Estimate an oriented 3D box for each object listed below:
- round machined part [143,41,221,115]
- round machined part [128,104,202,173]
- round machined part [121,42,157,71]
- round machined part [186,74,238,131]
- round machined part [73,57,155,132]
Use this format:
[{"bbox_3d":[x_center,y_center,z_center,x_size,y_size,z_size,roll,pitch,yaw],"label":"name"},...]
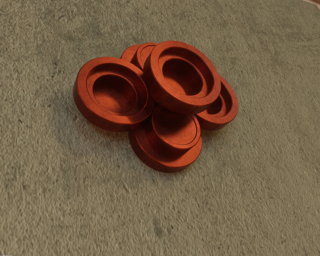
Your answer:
[{"bbox_3d":[0.024,-0.058,0.390,0.099,0.042,0.098,14,56,-21],"label":"round machined part"},{"bbox_3d":[0.013,0.005,0.400,0.099,0.042,0.098,14,56,-21],"label":"round machined part"},{"bbox_3d":[-0.009,-0.082,0.441,0.099,0.042,0.098,14,56,-21],"label":"round machined part"},{"bbox_3d":[0.061,-0.038,0.453,0.099,0.042,0.098,14,56,-21],"label":"round machined part"},{"bbox_3d":[-0.059,-0.037,0.386,0.099,0.042,0.098,14,56,-21],"label":"round machined part"}]
